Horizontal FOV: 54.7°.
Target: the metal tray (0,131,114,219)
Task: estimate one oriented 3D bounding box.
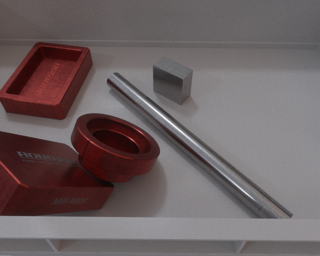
[{"bbox_3d":[-0.115,0.044,0.304,0.090,0.130,0.030,35,95,25],"label":"metal tray"}]

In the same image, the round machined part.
[{"bbox_3d":[-0.053,0.025,0.352,0.099,0.042,0.098,22,19,-8],"label":"round machined part"}]

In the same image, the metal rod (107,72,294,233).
[{"bbox_3d":[0.031,0.014,0.393,0.025,0.025,0.300,-34,58,-26],"label":"metal rod"}]

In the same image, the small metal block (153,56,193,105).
[{"bbox_3d":[0.018,-0.068,0.446,0.050,0.050,0.025,30,56,22],"label":"small metal block"}]

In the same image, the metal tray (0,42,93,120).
[{"bbox_3d":[-0.165,-0.075,0.462,0.090,0.030,0.130,8,50,6],"label":"metal tray"}]
